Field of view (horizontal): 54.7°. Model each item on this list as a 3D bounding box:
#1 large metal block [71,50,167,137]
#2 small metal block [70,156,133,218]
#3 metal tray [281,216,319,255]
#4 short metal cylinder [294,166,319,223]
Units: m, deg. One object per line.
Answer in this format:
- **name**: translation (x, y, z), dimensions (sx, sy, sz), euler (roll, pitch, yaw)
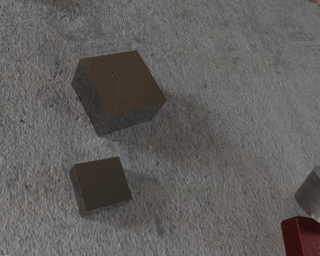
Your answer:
- **large metal block**: translation (-0.052, -0.045, 0.387), dimensions (0.081, 0.050, 0.080), euler (-19, 72, -35)
- **small metal block**: translation (-0.064, 0.062, 0.332), dimensions (0.050, 0.025, 0.050), euler (-8, 66, -32)
- **metal tray**: translation (0.231, 0.175, 0.418), dimensions (0.131, 0.030, 0.090), euler (15, 56, -20)
- **short metal cylinder**: translation (0.241, 0.098, 0.436), dimensions (0.080, 0.050, 0.080), euler (20, 24, -9)
